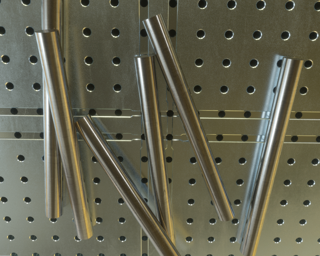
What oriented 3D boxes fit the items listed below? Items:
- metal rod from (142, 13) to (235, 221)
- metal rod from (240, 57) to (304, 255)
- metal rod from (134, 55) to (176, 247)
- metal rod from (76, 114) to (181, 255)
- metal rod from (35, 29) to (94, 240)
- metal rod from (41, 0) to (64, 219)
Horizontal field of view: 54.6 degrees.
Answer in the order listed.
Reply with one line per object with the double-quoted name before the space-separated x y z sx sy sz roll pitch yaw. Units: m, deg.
"metal rod" 0.045 0.000 0.413 0.025 0.025 0.299 -20 109 7
"metal rod" 0.151 0.054 0.434 0.025 0.025 0.298 5 110 -2
"metal rod" -0.003 0.051 0.431 0.025 0.025 0.298 -6 110 2
"metal rod" -0.028 0.114 0.436 0.025 0.025 0.299 -29 101 10
"metal rod" -0.119 0.027 0.406 0.025 0.025 0.298 -2 116 1
"metal rod" -0.140 -0.013 0.407 0.025 0.025 0.298 6 110 -2
